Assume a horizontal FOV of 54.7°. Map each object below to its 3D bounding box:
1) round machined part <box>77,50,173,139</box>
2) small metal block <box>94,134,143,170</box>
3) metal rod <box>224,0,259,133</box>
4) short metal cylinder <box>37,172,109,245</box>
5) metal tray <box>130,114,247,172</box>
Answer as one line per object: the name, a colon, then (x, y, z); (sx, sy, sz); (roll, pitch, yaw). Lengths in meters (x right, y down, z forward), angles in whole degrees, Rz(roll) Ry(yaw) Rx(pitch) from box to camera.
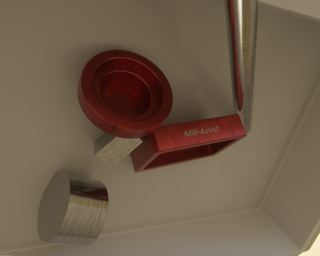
round machined part: (-0.039, -0.032, 0.334); (0.099, 0.098, 0.042); (-2, 155, -28)
small metal block: (-0.052, 0.017, 0.373); (0.050, 0.050, 0.025); (-41, 109, 0)
metal rod: (0.093, -0.052, 0.348); (0.025, 0.025, 0.300); (-40, 155, -1)
short metal cylinder: (-0.107, 0.098, 0.377); (0.050, 0.080, 0.080); (23, 106, -37)
metal tray: (0.035, 0.021, 0.407); (0.131, 0.030, 0.090); (-9, 161, -24)
